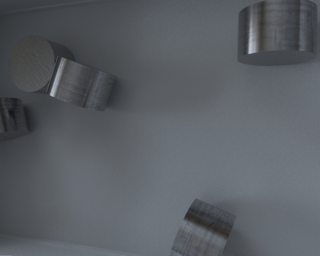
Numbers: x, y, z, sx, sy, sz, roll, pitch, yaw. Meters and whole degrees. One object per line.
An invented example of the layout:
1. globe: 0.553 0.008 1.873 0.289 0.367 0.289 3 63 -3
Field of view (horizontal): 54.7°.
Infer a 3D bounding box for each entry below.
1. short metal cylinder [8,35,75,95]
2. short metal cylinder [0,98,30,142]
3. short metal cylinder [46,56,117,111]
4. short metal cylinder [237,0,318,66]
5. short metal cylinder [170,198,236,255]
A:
1. short metal cylinder: -0.172 -0.090 0.456 0.080 0.050 0.079 0 90 19
2. short metal cylinder: -0.244 -0.010 0.465 0.080 0.080 0.050 -16 85 19
3. short metal cylinder: -0.105 -0.060 0.417 0.080 0.080 0.050 22 98 18
4. short metal cylinder: 0.126 -0.100 0.337 0.080 0.080 0.050 1 91 19
5. short metal cylinder: 0.051 0.130 0.363 0.050 0.080 0.080 21 97 18
